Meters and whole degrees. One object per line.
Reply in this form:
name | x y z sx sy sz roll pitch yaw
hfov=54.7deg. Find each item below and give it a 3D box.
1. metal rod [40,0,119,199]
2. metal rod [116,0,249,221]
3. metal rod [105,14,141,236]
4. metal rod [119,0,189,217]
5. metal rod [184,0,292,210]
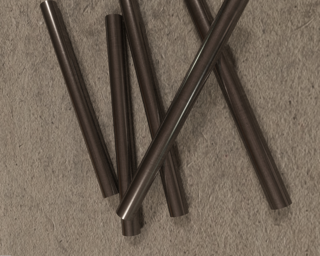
metal rod | -0.117 -0.046 0.448 0.025 0.025 0.299 -22 83 18
metal rod | 0.023 -0.020 0.372 0.025 0.025 0.298 30 99 17
metal rod | -0.051 -0.005 0.425 0.025 0.025 0.298 -5 88 19
metal rod | -0.010 -0.033 0.411 0.025 0.025 0.298 -15 85 19
metal rod | 0.088 -0.048 0.377 0.025 0.025 0.299 -23 83 18
